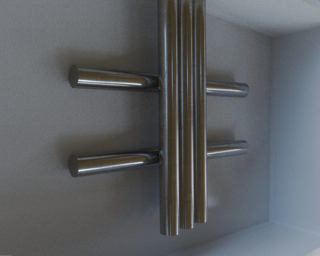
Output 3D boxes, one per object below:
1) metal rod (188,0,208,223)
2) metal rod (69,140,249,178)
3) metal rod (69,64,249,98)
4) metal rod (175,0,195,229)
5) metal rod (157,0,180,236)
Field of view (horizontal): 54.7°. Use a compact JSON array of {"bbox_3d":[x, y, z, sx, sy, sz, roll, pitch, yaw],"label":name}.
[{"bbox_3d":[0.049,-0.026,0.412,0.025,0.025,0.298,-1,91,-40],"label":"metal rod"},{"bbox_3d":[0.024,0.036,0.425,0.302,0.025,0.025,-2,91,-40],"label":"metal rod"},{"bbox_3d":[0.024,-0.059,0.425,0.302,0.025,0.025,-2,92,-40],"label":"metal rod"},{"bbox_3d":[0.031,-0.023,0.396,0.025,0.025,0.298,-1,91,-40],"label":"metal rod"},{"bbox_3d":[0.011,-0.021,0.380,0.025,0.025,0.298,-1,91,-40],"label":"metal rod"}]
